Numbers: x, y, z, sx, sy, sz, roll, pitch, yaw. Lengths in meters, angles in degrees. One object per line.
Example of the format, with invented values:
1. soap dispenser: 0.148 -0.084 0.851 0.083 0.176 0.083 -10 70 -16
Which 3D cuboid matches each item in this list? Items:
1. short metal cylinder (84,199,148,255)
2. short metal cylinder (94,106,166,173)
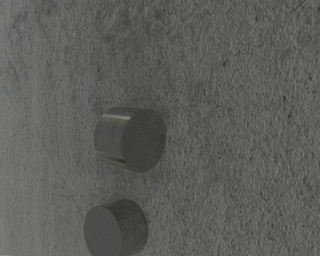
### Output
1. short metal cylinder: -0.063 0.146 0.441 0.080 0.050 0.080 0 90 40
2. short metal cylinder: -0.037 0.013 0.400 0.050 0.081 0.079 8 95 40
